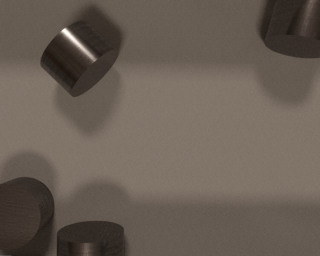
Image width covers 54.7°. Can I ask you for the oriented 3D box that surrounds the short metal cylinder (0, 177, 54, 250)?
[{"bbox_3d":[-0.184,0.107,0.397,0.081,0.050,0.079,0,90,-1],"label":"short metal cylinder"}]

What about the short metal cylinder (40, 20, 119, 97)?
[{"bbox_3d":[-0.098,-0.084,0.383,0.050,0.080,0.080,44,90,-1],"label":"short metal cylinder"}]

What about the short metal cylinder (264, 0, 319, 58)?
[{"bbox_3d":[0.178,-0.125,0.386,0.080,0.080,0.050,15,90,-1],"label":"short metal cylinder"}]

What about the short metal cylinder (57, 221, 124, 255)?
[{"bbox_3d":[-0.085,0.152,0.383,0.081,0.080,0.050,1,90,-1],"label":"short metal cylinder"}]
